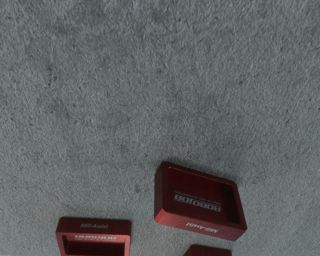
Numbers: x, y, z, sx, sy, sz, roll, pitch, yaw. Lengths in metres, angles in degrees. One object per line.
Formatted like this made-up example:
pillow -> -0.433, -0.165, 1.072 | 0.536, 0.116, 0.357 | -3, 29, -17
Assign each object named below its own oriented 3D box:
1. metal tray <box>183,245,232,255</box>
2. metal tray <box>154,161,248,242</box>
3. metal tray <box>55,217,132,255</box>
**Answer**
metal tray -> 0.087, 0.300, 0.659 | 0.091, 0.030, 0.129 | 14, 129, -12
metal tray -> 0.057, 0.107, 0.455 | 0.131, 0.090, 0.030 | 18, 128, -15
metal tray -> -0.121, 0.208, 0.579 | 0.131, 0.030, 0.089 | 4, 130, -4
